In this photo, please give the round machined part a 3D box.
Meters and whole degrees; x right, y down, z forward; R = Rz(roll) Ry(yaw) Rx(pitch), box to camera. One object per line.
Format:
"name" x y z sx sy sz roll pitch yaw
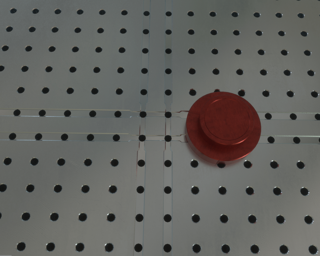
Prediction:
"round machined part" 0.084 -0.004 0.405 0.099 0.042 0.098 0 70 -1
